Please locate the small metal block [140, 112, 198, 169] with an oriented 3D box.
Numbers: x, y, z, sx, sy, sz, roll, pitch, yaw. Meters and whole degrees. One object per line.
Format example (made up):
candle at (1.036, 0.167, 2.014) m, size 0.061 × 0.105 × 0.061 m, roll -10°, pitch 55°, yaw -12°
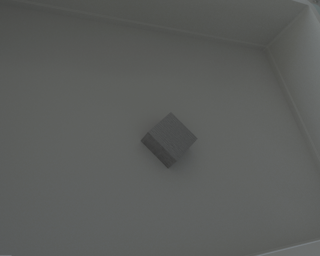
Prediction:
small metal block at (0.012, 0.015, 0.402) m, size 0.050 × 0.025 × 0.050 m, roll 45°, pitch 51°, yaw 3°
